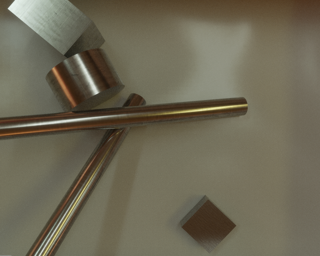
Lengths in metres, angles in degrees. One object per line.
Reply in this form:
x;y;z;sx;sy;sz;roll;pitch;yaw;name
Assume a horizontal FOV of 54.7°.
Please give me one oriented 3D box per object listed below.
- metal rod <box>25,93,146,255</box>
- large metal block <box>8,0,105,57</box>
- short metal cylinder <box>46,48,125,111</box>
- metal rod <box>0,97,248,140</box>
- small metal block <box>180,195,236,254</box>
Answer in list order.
-0.094;0.079;0.346;0.025;0.025;0.300;29;63;0;metal rod
-0.121;-0.125;0.382;0.080;0.080;0.050;40;90;-1;large metal block
-0.091;-0.055;0.383;0.080;0.080;0.050;-29;90;0;short metal cylinder
-0.034;-0.014;0.372;0.302;0.025;0.025;-6;90;-16;metal rod
0.063;0.127;0.412;0.050;0.025;0.050;44;90;-1;small metal block
